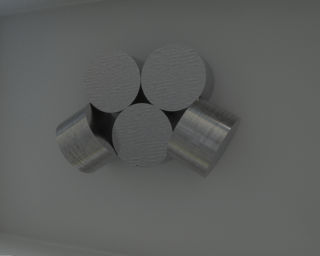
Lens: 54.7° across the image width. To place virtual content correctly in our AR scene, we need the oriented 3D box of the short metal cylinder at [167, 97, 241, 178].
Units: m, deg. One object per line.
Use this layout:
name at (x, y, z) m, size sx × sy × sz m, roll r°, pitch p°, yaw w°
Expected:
short metal cylinder at (0.051, 0.011, 0.361) m, size 0.050 × 0.080 × 0.080 m, roll 31°, pitch 100°, yaw 17°

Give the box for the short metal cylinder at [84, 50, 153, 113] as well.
short metal cylinder at (-0.053, -0.059, 0.414) m, size 0.080 × 0.050 × 0.080 m, roll 0°, pitch 90°, yaw 20°

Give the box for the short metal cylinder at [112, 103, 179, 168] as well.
short metal cylinder at (-0.014, 0.009, 0.400) m, size 0.080 × 0.050 × 0.080 m, roll 0°, pitch 90°, yaw 20°

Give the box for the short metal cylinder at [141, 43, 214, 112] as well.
short metal cylinder at (0.023, -0.060, 0.387) m, size 0.080 × 0.050 × 0.080 m, roll 0°, pitch 90°, yaw 20°

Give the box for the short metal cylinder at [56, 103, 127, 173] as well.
short metal cylinder at (-0.089, 0.013, 0.411) m, size 0.050 × 0.080 × 0.080 m, roll -32°, pitch 80°, yaw 17°
